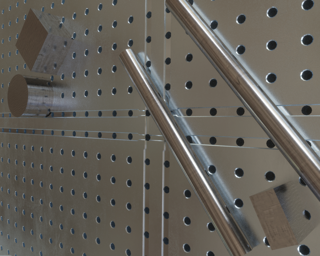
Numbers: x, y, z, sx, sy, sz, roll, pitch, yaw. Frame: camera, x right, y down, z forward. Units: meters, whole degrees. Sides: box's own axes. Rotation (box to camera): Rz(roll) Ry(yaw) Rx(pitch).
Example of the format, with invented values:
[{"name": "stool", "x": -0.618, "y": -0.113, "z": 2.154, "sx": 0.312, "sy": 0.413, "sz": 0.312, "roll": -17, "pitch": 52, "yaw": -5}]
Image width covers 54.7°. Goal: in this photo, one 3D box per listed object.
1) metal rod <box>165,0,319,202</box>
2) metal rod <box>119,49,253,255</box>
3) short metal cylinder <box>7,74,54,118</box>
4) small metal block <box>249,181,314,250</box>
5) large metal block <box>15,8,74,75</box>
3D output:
[{"name": "metal rod", "x": 0.090, "y": -0.046, "z": 0.334, "sx": 0.025, "sy": 0.025, "sz": 0.299, "roll": -46, "pitch": 63, "yaw": 30}, {"name": "metal rod", "x": 0.021, "y": 0.016, "z": 0.390, "sx": 0.025, "sy": 0.025, "sz": 0.299, "roll": -44, "pitch": 64, "yaw": 31}, {"name": "short metal cylinder", "x": -0.249, "y": -0.060, "z": 0.595, "sx": 0.080, "sy": 0.050, "sz": 0.079, "roll": 0, "pitch": 90, "yaw": 39}, {"name": "small metal block", "x": 0.117, "y": 0.082, "z": 0.296, "sx": 0.025, "sy": 0.050, "sz": 0.050, "roll": -32, "pitch": 71, "yaw": 35}, {"name": "large metal block", "x": -0.212, "y": -0.156, "z": 0.564, "sx": 0.080, "sy": 0.050, "sz": 0.080, "roll": 52, "pitch": 120, "yaw": 27}]
